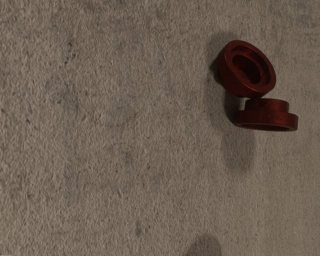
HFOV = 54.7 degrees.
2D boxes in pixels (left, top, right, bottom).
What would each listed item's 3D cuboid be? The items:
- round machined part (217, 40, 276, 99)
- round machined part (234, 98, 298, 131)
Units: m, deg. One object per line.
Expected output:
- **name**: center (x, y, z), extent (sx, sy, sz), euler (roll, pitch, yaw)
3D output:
- **round machined part**: center (0.130, -0.087, 0.488), extent (0.099, 0.042, 0.098), euler (14, 57, -22)
- **round machined part**: center (0.172, -0.022, 0.505), extent (0.099, 0.098, 0.042), euler (11, 83, -40)
